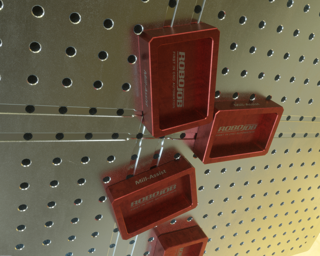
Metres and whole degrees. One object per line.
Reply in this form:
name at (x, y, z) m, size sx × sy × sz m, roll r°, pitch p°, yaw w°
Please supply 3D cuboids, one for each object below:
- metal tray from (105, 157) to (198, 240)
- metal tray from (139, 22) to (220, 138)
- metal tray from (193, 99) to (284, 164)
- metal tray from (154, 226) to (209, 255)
metal tray at (-0.008, 0.107, 0.471) m, size 0.131 × 0.030 × 0.089 m, roll -20°, pitch 127°, yaw -17°
metal tray at (0.024, -0.058, 0.386) m, size 0.091 × 0.030 × 0.129 m, roll -15°, pitch 125°, yaw -20°
metal tray at (0.121, 0.004, 0.479) m, size 0.131 × 0.030 × 0.089 m, roll -5°, pitch 121°, yaw -27°
metal tray at (0.033, 0.250, 0.582) m, size 0.091 × 0.030 × 0.129 m, roll -4°, pitch 121°, yaw -27°
